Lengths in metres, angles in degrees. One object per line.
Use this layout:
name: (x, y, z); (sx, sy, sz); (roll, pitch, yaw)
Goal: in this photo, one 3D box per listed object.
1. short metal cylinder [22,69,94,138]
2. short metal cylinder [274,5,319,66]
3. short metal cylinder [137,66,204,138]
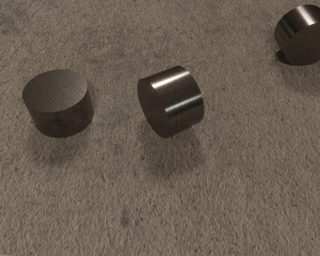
short metal cylinder: (-0.133, -0.033, 0.413); (0.081, 0.050, 0.080); (0, 50, 0)
short metal cylinder: (0.231, -0.147, 0.494); (0.081, 0.080, 0.050); (-5, 50, -4)
short metal cylinder: (0.012, -0.034, 0.396); (0.050, 0.080, 0.080); (-24, 55, -19)
